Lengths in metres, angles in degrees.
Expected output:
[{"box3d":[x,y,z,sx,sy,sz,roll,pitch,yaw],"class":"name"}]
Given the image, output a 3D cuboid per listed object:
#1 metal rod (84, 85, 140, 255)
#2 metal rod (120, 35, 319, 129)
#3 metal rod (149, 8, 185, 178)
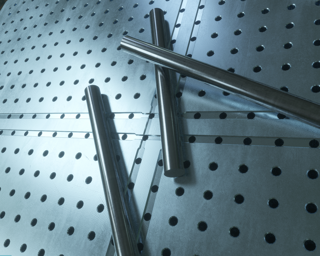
[{"box3d":[-0.069,0.051,0.414,0.025,0.025,0.300,-28,52,10],"class":"metal rod"},{"box3d":[0.063,-0.068,0.396,0.300,0.025,0.025,28,77,30],"class":"metal rod"},{"box3d":[0.006,-0.071,0.449,0.025,0.025,0.300,-18,55,18],"class":"metal rod"}]
